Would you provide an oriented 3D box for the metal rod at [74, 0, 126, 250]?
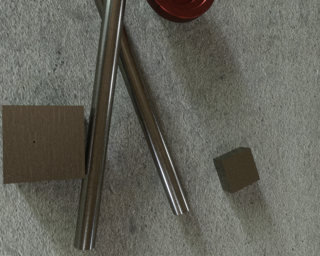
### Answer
[{"bbox_3d":[-0.072,-0.005,0.368,0.025,0.025,0.298,7,93,-20],"label":"metal rod"}]

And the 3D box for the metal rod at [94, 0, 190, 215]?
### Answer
[{"bbox_3d":[-0.021,-0.027,0.402,0.025,0.025,0.298,-22,98,-19],"label":"metal rod"}]

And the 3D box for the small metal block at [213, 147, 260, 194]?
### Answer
[{"bbox_3d":[0.112,0.060,0.452,0.050,0.025,0.050,-21,97,-19],"label":"small metal block"}]

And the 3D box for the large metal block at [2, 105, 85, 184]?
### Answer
[{"bbox_3d":[-0.129,0.016,0.348,0.081,0.050,0.079,-1,91,-20],"label":"large metal block"}]

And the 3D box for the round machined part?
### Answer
[{"bbox_3d":[0.022,-0.187,0.409,0.099,0.042,0.097,0,90,-21],"label":"round machined part"}]
